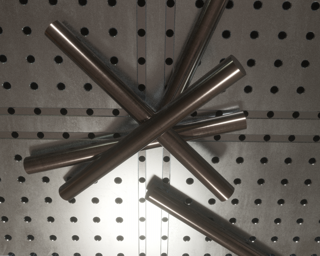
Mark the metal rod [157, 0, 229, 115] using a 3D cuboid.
[{"bbox_3d":[0.063,-0.141,0.362,0.025,0.025,0.298,22,108,-8],"label":"metal rod"}]

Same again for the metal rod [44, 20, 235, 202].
[{"bbox_3d":[-0.020,-0.016,0.386,0.300,0.025,0.025,44,104,-7],"label":"metal rod"}]

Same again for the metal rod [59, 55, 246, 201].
[{"bbox_3d":[-0.029,0.016,0.374,0.299,0.025,0.025,-36,107,29],"label":"metal rod"}]

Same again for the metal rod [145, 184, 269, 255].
[{"bbox_3d":[0.107,0.174,0.479,0.301,0.025,0.025,34,106,-12],"label":"metal rod"}]

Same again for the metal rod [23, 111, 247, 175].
[{"bbox_3d":[-0.036,0.021,0.420,0.302,0.025,0.025,-12,110,4],"label":"metal rod"}]
